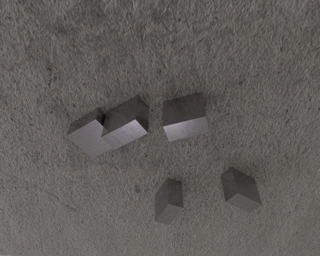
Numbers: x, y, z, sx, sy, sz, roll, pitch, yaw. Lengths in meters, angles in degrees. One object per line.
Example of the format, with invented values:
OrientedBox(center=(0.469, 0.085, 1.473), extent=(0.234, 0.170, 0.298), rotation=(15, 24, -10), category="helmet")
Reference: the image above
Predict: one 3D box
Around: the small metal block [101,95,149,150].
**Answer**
OrientedBox(center=(-0.042, -0.008, 0.384), extent=(0.050, 0.050, 0.025), rotation=(-26, 125, 20), category="small metal block")

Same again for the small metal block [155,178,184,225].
OrientedBox(center=(0.013, 0.116, 0.490), extent=(0.025, 0.050, 0.050), rotation=(19, 128, -15), category="small metal block")

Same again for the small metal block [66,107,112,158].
OrientedBox(center=(-0.086, 0.007, 0.413), extent=(0.050, 0.025, 0.050), rotation=(-27, 125, 21), category="small metal block")

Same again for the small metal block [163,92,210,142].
OrientedBox(center=(0.031, -0.014, 0.379), extent=(0.050, 0.050, 0.025), rotation=(-14, 129, 11), category="small metal block")

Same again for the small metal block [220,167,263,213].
OrientedBox(center=(0.123, 0.094, 0.472), extent=(0.050, 0.050, 0.025), rotation=(28, 125, -22), category="small metal block")
